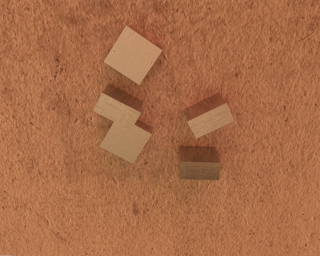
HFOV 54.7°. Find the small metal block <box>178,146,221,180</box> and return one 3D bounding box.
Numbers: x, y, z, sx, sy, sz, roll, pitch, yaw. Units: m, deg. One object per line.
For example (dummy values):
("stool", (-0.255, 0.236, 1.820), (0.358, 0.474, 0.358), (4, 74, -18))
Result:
("small metal block", (0.051, 0.046, 0.414), (0.050, 0.050, 0.025), (2, 110, -1))

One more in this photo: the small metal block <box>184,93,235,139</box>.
("small metal block", (0.061, -0.017, 0.391), (0.050, 0.050, 0.025), (-26, 108, 9))

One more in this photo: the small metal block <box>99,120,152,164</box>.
("small metal block", (-0.045, 0.012, 0.414), (0.050, 0.025, 0.050), (29, 107, -11))

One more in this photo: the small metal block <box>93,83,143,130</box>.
("small metal block", (-0.050, -0.028, 0.386), (0.050, 0.050, 0.025), (27, 108, -10))

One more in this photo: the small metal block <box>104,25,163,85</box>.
("small metal block", (-0.032, -0.089, 0.377), (0.050, 0.025, 0.050), (33, 107, -12))
